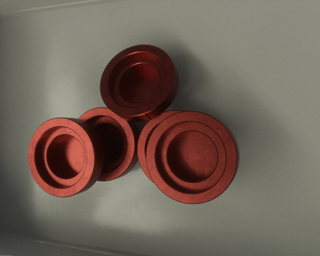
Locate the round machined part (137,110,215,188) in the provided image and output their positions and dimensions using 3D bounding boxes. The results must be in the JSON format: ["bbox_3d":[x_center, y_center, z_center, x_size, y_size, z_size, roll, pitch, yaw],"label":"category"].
[{"bbox_3d":[0.025,0.027,0.392,0.098,0.042,0.097,0,90,20],"label":"round machined part"}]

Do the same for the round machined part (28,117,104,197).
[{"bbox_3d":[-0.114,0.035,0.396,0.098,0.042,0.097,0,90,20],"label":"round machined part"}]

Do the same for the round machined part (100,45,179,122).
[{"bbox_3d":[-0.023,-0.053,0.397,0.098,0.042,0.098,-6,70,16],"label":"round machined part"}]

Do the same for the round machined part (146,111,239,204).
[{"bbox_3d":[0.038,0.031,0.342,0.098,0.042,0.097,0,90,20],"label":"round machined part"}]

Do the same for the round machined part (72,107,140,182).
[{"bbox_3d":[-0.070,0.021,0.425,0.098,0.042,0.097,0,90,20],"label":"round machined part"}]
